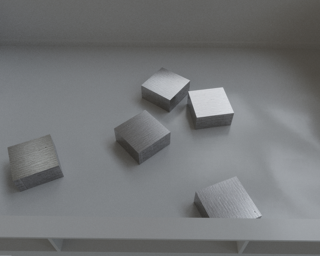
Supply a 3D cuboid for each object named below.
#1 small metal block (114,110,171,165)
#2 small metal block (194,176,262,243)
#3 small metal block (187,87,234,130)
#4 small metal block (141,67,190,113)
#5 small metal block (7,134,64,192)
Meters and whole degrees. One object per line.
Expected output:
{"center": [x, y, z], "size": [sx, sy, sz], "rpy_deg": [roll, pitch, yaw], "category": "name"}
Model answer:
{"center": [-0.022, 0.011, 0.396], "size": [0.050, 0.025, 0.050], "rpy_deg": [-33, 58, -25], "category": "small metal block"}
{"center": [0.071, 0.086, 0.333], "size": [0.050, 0.025, 0.050], "rpy_deg": [-17, 52, -14], "category": "small metal block"}
{"center": [0.068, -0.028, 0.429], "size": [0.050, 0.025, 0.050], "rpy_deg": [-7, 50, -6], "category": "small metal block"}
{"center": [0.009, -0.057, 0.453], "size": [0.050, 0.025, 0.050], "rpy_deg": [30, 56, 22], "category": "small metal block"}
{"center": [-0.148, 0.041, 0.370], "size": [0.050, 0.025, 0.050], "rpy_deg": [-19, 53, -15], "category": "small metal block"}
